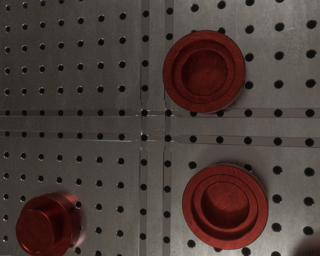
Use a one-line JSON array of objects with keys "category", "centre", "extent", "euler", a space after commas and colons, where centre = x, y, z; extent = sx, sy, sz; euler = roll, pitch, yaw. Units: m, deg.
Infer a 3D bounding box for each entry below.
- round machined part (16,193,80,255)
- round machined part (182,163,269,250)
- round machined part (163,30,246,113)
[{"category": "round machined part", "centre": [-0.174, 0.150, 0.463], "extent": [0.098, 0.042, 0.097], "euler": [0, 90, 19]}, {"category": "round machined part", "centre": [0.080, 0.091, 0.375], "extent": [0.098, 0.042, 0.097], "euler": [0, 90, 19]}, {"category": "round machined part", "centre": [0.056, -0.066, 0.383], "extent": [0.098, 0.042, 0.097], "euler": [0, 90, 19]}]
